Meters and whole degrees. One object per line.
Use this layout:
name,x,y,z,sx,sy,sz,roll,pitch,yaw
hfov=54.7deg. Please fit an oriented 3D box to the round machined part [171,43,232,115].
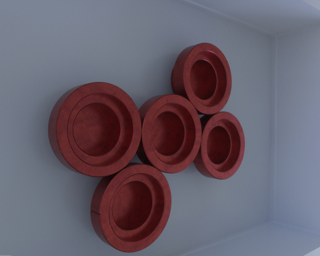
round machined part,0.054,-0.067,0.437,0.099,0.042,0.097,0,90,-40

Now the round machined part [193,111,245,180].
round machined part,0.079,0.025,0.458,0.099,0.042,0.097,0,90,-40

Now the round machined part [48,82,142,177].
round machined part,-0.072,0.001,0.332,0.099,0.042,0.097,0,90,-40

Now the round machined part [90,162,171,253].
round machined part,-0.037,0.089,0.361,0.099,0.042,0.097,0,90,-40

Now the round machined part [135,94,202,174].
round machined part,0.005,0.007,0.395,0.099,0.042,0.097,0,90,-40
